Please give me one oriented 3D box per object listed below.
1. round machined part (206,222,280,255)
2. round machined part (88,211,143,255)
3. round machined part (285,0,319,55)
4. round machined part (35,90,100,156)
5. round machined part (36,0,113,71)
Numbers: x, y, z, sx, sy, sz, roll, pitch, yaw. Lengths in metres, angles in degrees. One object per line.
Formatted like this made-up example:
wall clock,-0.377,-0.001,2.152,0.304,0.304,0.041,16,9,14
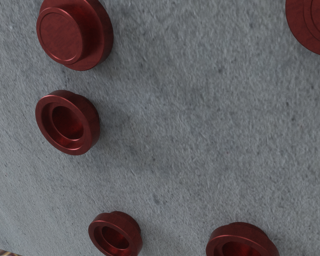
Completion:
round machined part,0.118,0.173,0.440,0.098,0.042,0.097,13,124,20
round machined part,-0.074,0.187,0.548,0.098,0.042,0.097,13,124,20
round machined part,0.154,-0.103,0.251,0.098,0.042,0.097,13,124,20
round machined part,-0.129,-0.011,0.455,0.098,0.042,0.097,13,124,20
round machined part,-0.110,-0.116,0.380,0.098,0.042,0.097,13,124,20
